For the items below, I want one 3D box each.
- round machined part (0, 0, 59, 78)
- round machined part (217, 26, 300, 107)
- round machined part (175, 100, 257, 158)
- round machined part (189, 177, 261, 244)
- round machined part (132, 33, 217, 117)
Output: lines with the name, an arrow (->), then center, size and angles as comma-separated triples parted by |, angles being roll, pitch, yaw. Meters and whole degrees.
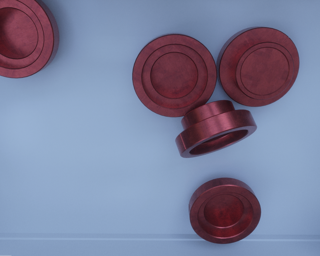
round machined part -> -0.166, -0.110, 0.359 | 0.099, 0.042, 0.097 | 0, 110, -1
round machined part -> 0.121, -0.072, 0.377 | 0.099, 0.042, 0.097 | 0, 110, -1
round machined part -> 0.065, -0.001, 0.384 | 0.098, 0.098, 0.042 | -22, 72, 7
round machined part -> 0.090, 0.114, 0.446 | 0.099, 0.042, 0.097 | 0, 110, -1
round machined part -> 0.017, -0.065, 0.378 | 0.099, 0.042, 0.097 | 0, 110, -1
